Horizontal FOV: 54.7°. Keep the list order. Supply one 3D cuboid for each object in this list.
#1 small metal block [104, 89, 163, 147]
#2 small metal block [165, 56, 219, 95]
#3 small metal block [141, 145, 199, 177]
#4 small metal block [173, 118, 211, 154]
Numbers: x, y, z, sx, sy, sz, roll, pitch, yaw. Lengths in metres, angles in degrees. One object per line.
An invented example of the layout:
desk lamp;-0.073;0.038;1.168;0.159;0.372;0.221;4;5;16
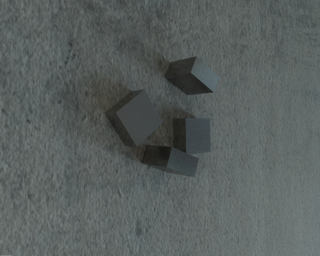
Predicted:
small metal block;-0.031;-0.012;0.381;0.050;0.025;0.050;-44;117;-31
small metal block;0.044;-0.070;0.427;0.050;0.050;0.025;33;70;-36
small metal block;0.013;0.043;0.402;0.050;0.050;0.025;25;74;-38
small metal block;0.046;0.011;0.446;0.050;0.025;0.050;-2;91;-40
